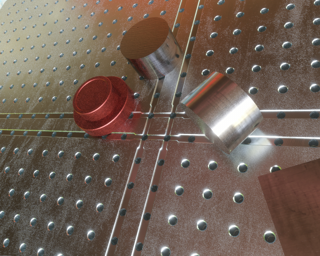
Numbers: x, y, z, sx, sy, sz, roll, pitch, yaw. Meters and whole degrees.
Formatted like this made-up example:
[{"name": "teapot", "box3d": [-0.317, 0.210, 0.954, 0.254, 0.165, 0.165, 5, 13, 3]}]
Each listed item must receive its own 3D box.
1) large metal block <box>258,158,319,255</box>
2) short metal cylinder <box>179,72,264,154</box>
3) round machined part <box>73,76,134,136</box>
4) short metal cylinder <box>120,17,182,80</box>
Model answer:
[{"name": "large metal block", "box3d": [0.125, 0.083, 0.256, 0.050, 0.080, 0.080, -21, 54, 16]}, {"name": "short metal cylinder", "box3d": [0.068, -0.016, 0.348, 0.050, 0.080, 0.080, -43, 51, -1]}, {"name": "round machined part", "box3d": [-0.092, -0.040, 0.470, 0.098, 0.042, 0.098, -13, 56, 21]}, {"name": "short metal cylinder", "box3d": [-0.013, -0.121, 0.474, 0.080, 0.050, 0.080, -13, 56, 21]}]
